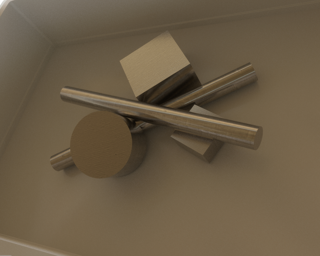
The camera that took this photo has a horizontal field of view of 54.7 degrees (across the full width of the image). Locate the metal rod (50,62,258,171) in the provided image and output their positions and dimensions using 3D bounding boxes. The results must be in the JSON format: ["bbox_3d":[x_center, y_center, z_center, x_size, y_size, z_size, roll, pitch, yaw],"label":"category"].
[{"bbox_3d":[-0.017,-0.010,0.417,0.301,0.025,0.025,-24,53,12],"label":"metal rod"}]

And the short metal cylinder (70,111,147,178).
[{"bbox_3d":[-0.063,0.022,0.388,0.080,0.050,0.080,-2,83,16],"label":"short metal cylinder"}]

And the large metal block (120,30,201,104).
[{"bbox_3d":[0.000,-0.076,0.432,0.080,0.050,0.080,-31,52,8],"label":"large metal block"}]

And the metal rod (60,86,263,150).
[{"bbox_3d":[-0.022,-0.021,0.395,0.300,0.025,0.025,15,69,33],"label":"metal rod"}]

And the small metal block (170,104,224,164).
[{"bbox_3d":[0.050,0.006,0.370,0.050,0.025,0.050,30,78,37],"label":"small metal block"}]
